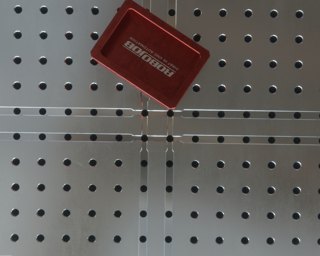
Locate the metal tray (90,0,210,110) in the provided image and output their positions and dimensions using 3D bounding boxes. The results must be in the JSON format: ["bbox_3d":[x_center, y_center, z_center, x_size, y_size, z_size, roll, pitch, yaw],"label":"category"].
[{"bbox_3d":[-0.012,-0.095,0.410,0.130,0.030,0.090,34,90,0],"label":"metal tray"}]
